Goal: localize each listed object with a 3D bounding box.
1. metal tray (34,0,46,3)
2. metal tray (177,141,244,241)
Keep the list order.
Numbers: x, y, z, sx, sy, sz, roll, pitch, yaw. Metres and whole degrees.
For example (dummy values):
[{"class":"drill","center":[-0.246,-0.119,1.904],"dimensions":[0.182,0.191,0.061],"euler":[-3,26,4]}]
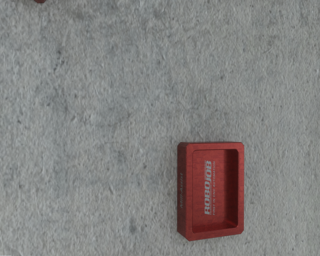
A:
[{"class":"metal tray","center":[-0.136,-0.224,0.355],"dimensions":[0.090,0.030,0.130],"euler":[37,78,-17]},{"class":"metal tray","center":[0.071,0.084,0.434],"dimensions":[0.091,0.030,0.129],"euler":[0,90,-21]}]
